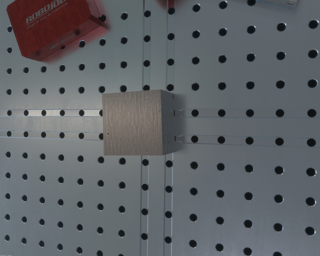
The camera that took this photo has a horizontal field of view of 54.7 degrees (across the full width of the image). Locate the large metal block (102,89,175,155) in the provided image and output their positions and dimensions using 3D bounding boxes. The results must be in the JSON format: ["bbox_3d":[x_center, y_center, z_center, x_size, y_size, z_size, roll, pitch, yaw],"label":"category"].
[{"bbox_3d":[-0.027,-0.006,0.409,0.080,0.050,0.079,-2,89,20],"label":"large metal block"}]

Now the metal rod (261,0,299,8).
[{"bbox_3d":[0.027,-0.203,0.402,0.301,0.025,0.025,21,97,18],"label":"metal rod"}]

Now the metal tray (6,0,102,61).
[{"bbox_3d":[-0.162,-0.170,0.467,0.130,0.030,0.090,-23,82,18],"label":"metal tray"}]
